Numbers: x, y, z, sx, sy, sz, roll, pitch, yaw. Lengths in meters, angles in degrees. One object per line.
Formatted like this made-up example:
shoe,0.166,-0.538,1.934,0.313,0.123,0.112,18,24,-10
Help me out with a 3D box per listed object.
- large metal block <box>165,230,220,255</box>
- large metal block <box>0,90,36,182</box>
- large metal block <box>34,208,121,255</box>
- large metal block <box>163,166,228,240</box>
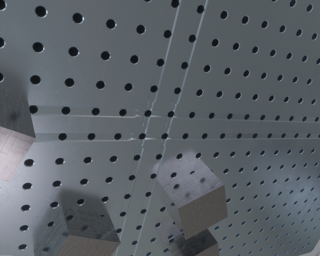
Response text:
large metal block,0.062,0.235,0.573,0.080,0.050,0.080,-23,127,-14
large metal block,-0.168,-0.004,0.281,0.080,0.080,0.050,25,105,-37
large metal block,-0.116,0.166,0.434,0.080,0.050,0.080,26,104,-37
large metal block,0.059,0.120,0.501,0.080,0.050,0.080,-24,127,-14
